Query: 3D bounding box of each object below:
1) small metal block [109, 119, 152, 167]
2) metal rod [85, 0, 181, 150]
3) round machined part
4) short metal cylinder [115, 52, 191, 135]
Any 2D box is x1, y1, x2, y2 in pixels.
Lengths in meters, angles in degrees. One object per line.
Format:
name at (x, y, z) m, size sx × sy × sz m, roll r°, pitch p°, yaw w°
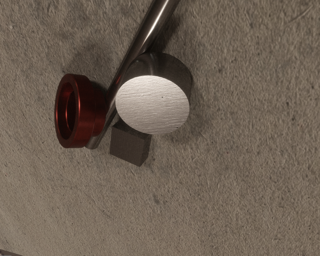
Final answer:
small metal block at (-0.042, 0.021, 0.440) m, size 0.050 × 0.025 × 0.050 m, roll 22°, pitch 127°, yaw 14°
metal rod at (-0.038, -0.071, 0.381) m, size 0.025 × 0.025 × 0.298 m, roll 38°, pitch 129°, yaw 2°
round machined part at (-0.106, -0.022, 0.415) m, size 0.098 × 0.042 × 0.097 m, roll -2°, pitch 87°, yaw 55°
short metal cylinder at (-0.005, -0.039, 0.353) m, size 0.080 × 0.050 × 0.079 m, roll 4°, pitch 131°, yaw 5°
